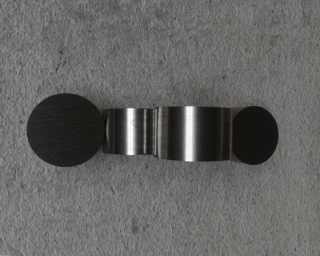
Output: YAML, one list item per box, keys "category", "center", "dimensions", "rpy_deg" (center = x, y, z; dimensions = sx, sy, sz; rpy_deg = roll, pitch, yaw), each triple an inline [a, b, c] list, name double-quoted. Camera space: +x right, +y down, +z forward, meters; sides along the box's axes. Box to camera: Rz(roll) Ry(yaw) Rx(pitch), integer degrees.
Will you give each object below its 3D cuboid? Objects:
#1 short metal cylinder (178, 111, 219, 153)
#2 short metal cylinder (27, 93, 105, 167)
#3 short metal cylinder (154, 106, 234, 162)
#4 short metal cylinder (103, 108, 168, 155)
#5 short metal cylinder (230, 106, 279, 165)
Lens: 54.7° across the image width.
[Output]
- category: "short metal cylinder"
  center: [0.048, 0.005, 0.399]
  dimensions: [0.081, 0.080, 0.050]
  rpy_deg: [0, 89, -20]
- category: "short metal cylinder"
  center: [-0.109, 0.002, 0.357]
  dimensions: [0.081, 0.050, 0.080]
  rpy_deg: [0, 90, -21]
- category: "short metal cylinder"
  center: [0.034, 0.005, 0.320]
  dimensions: [0.081, 0.080, 0.050]
  rpy_deg: [1, 91, -20]
- category: "short metal cylinder"
  center: [-0.028, 0.004, 0.371]
  dimensions: [0.081, 0.080, 0.050]
  rpy_deg: [0, 90, -20]
- category: "short metal cylinder"
  center: [0.119, 0.010, 0.440]
  dimensions: [0.081, 0.050, 0.080]
  rpy_deg: [0, 91, -21]
